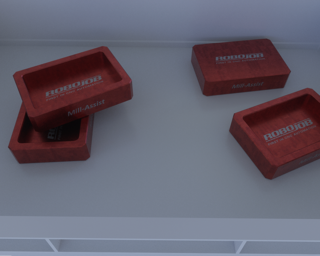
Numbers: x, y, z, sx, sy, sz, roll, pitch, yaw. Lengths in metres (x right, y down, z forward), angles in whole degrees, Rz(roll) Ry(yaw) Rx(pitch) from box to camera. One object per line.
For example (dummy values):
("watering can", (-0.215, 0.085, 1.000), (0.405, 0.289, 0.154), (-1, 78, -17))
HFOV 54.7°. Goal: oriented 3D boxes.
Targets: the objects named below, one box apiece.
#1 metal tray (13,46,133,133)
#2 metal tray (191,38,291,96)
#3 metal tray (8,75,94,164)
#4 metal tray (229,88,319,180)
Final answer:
("metal tray", (-0.113, -0.055, 0.406), (0.131, 0.030, 0.090), (-23, 54, -19))
("metal tray", (0.123, -0.097, 0.485), (0.131, 0.030, 0.090), (-7, 50, -6))
("metal tray", (-0.136, -0.017, 0.413), (0.091, 0.030, 0.130), (-2, 50, -3))
("metal tray", (0.169, 0.003, 0.401), (0.131, 0.030, 0.090), (-19, 53, -16))
